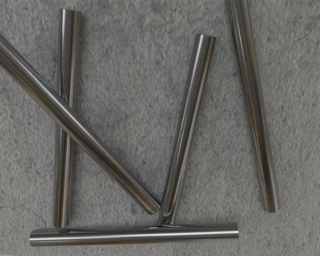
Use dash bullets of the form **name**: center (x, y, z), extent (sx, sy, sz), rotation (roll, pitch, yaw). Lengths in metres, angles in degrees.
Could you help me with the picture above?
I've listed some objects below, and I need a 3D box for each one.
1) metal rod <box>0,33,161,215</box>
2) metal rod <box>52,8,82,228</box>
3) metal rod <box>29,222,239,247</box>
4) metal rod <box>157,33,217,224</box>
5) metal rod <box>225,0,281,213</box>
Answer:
- **metal rod**: center (-0.095, 0.011, 0.390), extent (0.025, 0.025, 0.300), rotation (-34, 115, 11)
- **metal rod**: center (-0.125, 0.002, 0.408), extent (0.025, 0.025, 0.298), rotation (8, 110, -3)
- **metal rod**: center (-0.042, 0.154, 0.445), extent (0.301, 0.025, 0.025), rotation (-5, 110, 9)
- **metal rod**: center (0.030, 0.027, 0.420), extent (0.025, 0.025, 0.298), rotation (9, 110, -4)
- **metal rod**: center (0.125, -0.018, 0.404), extent (0.025, 0.025, 0.298), rotation (-14, 110, 5)
